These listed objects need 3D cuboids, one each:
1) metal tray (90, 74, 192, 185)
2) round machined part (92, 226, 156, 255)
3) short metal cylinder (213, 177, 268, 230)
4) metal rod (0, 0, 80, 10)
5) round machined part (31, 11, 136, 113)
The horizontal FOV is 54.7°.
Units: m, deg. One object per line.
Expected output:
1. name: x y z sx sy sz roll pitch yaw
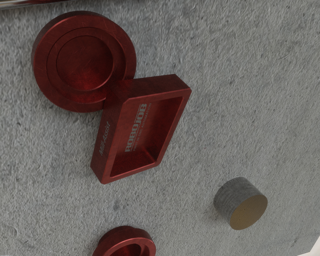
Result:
1. metal tray: -0.025 0.003 0.360 0.091 0.030 0.129 -14 140 -37
2. round machined part: -0.059 0.193 0.484 0.099 0.042 0.097 -14 125 -21
3. short metal cylinder: 0.144 0.135 0.556 0.081 0.050 0.079 -14 125 -21
4. metal rod: -0.040 -0.142 0.298 0.302 0.025 0.025 -16 125 -20
5. round machined part: -0.077 -0.068 0.313 0.099 0.042 0.097 -14 125 -21
